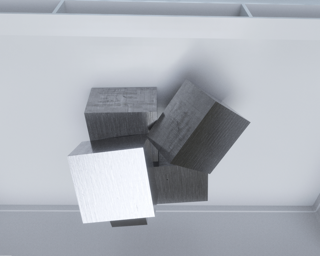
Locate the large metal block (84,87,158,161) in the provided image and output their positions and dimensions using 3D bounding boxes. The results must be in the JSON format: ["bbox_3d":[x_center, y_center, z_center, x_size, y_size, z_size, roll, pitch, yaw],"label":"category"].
[{"bbox_3d":[-0.043,-0.003,0.388,0.081,0.050,0.079,-1,130,0],"label":"large metal block"}]

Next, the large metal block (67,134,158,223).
[{"bbox_3d":[-0.049,0.056,0.352,0.080,0.050,0.079,-7,105,6],"label":"large metal block"}]

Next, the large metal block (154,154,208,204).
[{"bbox_3d":[0.025,0.062,0.441,0.080,0.050,0.080,-4,130,3],"label":"large metal block"}]

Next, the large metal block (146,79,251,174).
[{"bbox_3d":[0.045,0.002,0.359,0.080,0.050,0.080,22,108,-47],"label":"large metal block"}]

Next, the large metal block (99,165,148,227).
[{"bbox_3d":[-0.047,0.082,0.440,0.050,0.080,0.080,-5,130,4],"label":"large metal block"}]
